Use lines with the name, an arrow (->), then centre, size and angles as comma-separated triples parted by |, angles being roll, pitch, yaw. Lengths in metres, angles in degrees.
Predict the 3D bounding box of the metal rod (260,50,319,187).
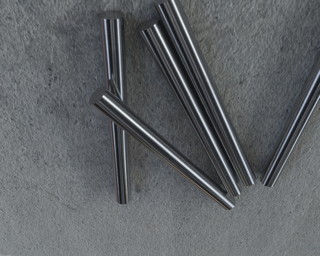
metal rod -> 0.181, -0.032, 0.381 | 0.025, 0.025, 0.298 | 4, 130, -4

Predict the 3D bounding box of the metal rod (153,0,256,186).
metal rod -> 0.070, -0.023, 0.387 | 0.025, 0.025, 0.299 | -20, 128, 16

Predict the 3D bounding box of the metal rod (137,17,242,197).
metal rod -> 0.053, -0.004, 0.404 | 0.025, 0.025, 0.299 | -20, 128, 16

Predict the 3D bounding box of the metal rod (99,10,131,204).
metal rod -> -0.054, 0.000, 0.406 | 0.025, 0.025, 0.298 | 1, 130, -2

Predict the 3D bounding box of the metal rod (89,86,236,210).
metal rod -> 0.023, 0.044, 0.426 | 0.025, 0.025, 0.300 | -31, 130, 23
